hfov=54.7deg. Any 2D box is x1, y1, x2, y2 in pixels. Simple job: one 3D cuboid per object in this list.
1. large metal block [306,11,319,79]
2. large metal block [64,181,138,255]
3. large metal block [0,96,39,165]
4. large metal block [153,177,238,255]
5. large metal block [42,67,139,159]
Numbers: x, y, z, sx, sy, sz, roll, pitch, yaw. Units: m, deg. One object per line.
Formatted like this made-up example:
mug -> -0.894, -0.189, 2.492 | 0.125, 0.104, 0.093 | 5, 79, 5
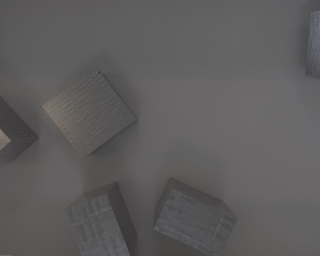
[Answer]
large metal block -> 0.233, -0.104, 0.378 | 0.050, 0.080, 0.080 | 4, 90, -36
large metal block -> -0.069, 0.119, 0.383 | 0.050, 0.080, 0.080 | -21, 90, 0
large metal block -> -0.210, 0.001, 0.382 | 0.050, 0.080, 0.080 | -43, 90, 0
large metal block -> 0.040, 0.106, 0.384 | 0.080, 0.080, 0.050 | 25, 90, 0
large metal block -> -0.085, -0.018, 0.398 | 0.080, 0.050, 0.080 | -37, 90, 0
